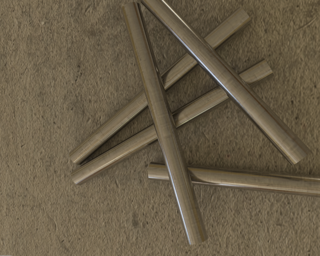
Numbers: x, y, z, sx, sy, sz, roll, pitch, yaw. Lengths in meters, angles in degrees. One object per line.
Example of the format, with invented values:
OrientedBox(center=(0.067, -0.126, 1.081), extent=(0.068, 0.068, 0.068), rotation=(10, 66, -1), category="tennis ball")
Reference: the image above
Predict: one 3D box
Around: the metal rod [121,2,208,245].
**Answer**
OrientedBox(center=(0.004, -0.010, 0.379), extent=(0.025, 0.025, 0.299), rotation=(-18, 84, 19), category="metal rod")

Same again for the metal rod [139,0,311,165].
OrientedBox(center=(0.056, -0.081, 0.361), extent=(0.025, 0.025, 0.300), rotation=(-43, 77, 15), category="metal rod")

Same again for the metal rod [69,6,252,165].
OrientedBox(center=(-0.010, -0.046, 0.412), extent=(0.300, 0.025, 0.025), rotation=(-39, 78, 15), category="metal rod")

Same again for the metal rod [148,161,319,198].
OrientedBox(center=(0.130, 0.063, 0.362), extent=(0.301, 0.025, 0.025), rotation=(3, 91, 19), category="metal rod")

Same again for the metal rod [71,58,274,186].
OrientedBox(center=(0.004, 0.000, 0.407), extent=(0.300, 0.025, 0.025), rotation=(-30, 80, 17), category="metal rod")
